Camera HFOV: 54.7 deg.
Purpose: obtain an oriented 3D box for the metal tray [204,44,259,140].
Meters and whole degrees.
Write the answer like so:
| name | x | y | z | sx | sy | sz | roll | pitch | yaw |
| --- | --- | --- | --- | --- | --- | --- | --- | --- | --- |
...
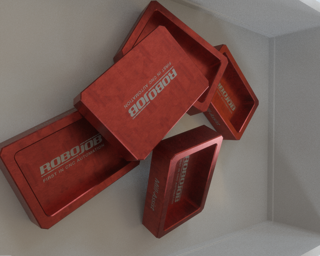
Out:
| name | x | y | z | sx | sy | sz | roll | pitch | yaw |
| --- | --- | --- | --- | --- | --- | --- | --- | --- | --- |
| metal tray | 0.102 | -0.054 | 0.491 | 0.130 | 0.030 | 0.090 | 50 | 61 | -29 |

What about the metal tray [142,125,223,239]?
| name | x | y | z | sx | sy | sz | roll | pitch | yaw |
| --- | --- | --- | --- | --- | --- | --- | --- | --- | --- |
| metal tray | 0.027 | 0.067 | 0.391 | 0.091 | 0.030 | 0.129 | -18 | 129 | -39 |

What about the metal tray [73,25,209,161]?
| name | x | y | z | sx | sy | sz | roll | pitch | yaw |
| --- | --- | --- | --- | --- | --- | --- | --- | --- | --- |
| metal tray | -0.015 | -0.039 | 0.338 | 0.090 | 0.030 | 0.130 | 49 | 64 | -14 |

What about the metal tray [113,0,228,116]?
| name | x | y | z | sx | sy | sz | roll | pitch | yaw |
| --- | --- | --- | --- | --- | --- | --- | --- | --- | --- |
| metal tray | 0.018 | -0.087 | 0.398 | 0.130 | 0.030 | 0.090 | 33 | 69 | -19 |

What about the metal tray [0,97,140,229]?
| name | x | y | z | sx | sy | sz | roll | pitch | yaw |
| --- | --- | --- | --- | --- | --- | --- | --- | --- | --- |
| metal tray | -0.090 | 0.030 | 0.328 | 0.131 | 0.030 | 0.090 | -33 | 111 | -35 |
